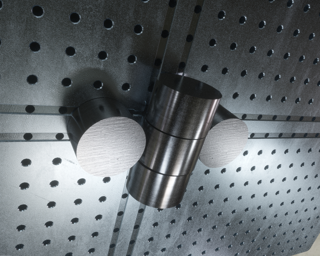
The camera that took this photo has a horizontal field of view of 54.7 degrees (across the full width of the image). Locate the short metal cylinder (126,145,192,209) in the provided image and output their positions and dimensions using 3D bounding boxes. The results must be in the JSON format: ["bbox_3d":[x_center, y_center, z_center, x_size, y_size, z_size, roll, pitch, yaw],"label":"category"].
[{"bbox_3d":[-0.001,0.061,0.414,0.081,0.080,0.050,1,118,-29],"label":"short metal cylinder"}]

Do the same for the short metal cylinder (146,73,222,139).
[{"bbox_3d":[0.028,-0.028,0.374,0.081,0.080,0.050,2,117,-30],"label":"short metal cylinder"}]

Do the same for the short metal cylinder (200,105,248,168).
[{"bbox_3d":[0.078,0.010,0.445,0.081,0.050,0.079,-14,125,-21],"label":"short metal cylinder"}]

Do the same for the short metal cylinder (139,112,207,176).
[{"bbox_3d":[0.014,0.017,0.394,0.081,0.080,0.050,2,118,-30],"label":"short metal cylinder"}]

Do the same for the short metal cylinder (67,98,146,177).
[{"bbox_3d":[-0.064,0.011,0.367,0.081,0.050,0.079,-14,125,-21],"label":"short metal cylinder"}]
